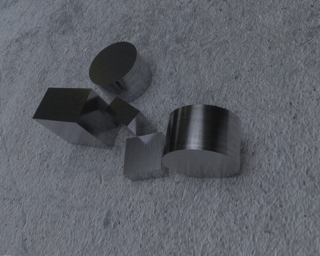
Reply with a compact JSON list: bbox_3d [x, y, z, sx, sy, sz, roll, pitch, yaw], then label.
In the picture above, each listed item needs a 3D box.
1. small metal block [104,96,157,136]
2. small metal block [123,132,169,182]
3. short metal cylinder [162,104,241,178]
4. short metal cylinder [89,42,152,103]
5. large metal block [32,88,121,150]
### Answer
[{"bbox_3d":[-0.038,-0.010,0.413,0.050,0.050,0.025,33,80,38],"label":"small metal block"},{"bbox_3d":[-0.016,0.037,0.389,0.050,0.025,0.050,-12,57,21],"label":"small metal block"},{"bbox_3d":[0.046,0.017,0.334,0.080,0.080,0.050,-5,60,25],"label":"short metal cylinder"},{"bbox_3d":[-0.059,-0.083,0.468,0.080,0.050,0.080,-13,56,20],"label":"short metal cylinder"},{"bbox_3d":[-0.112,-0.013,0.433,0.080,0.080,0.050,5,65,30],"label":"large metal block"}]
